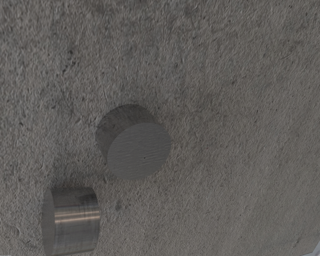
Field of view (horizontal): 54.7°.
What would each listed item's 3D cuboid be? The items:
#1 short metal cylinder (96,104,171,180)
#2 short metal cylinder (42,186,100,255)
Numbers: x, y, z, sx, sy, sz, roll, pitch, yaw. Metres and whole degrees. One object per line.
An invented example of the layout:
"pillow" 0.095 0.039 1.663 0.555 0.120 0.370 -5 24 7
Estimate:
"short metal cylinder" -0.033 0.017 0.383 0.081 0.050 0.079 -14 124 -21
"short metal cylinder" -0.112 0.114 0.380 0.050 0.080 0.079 3 117 -30
